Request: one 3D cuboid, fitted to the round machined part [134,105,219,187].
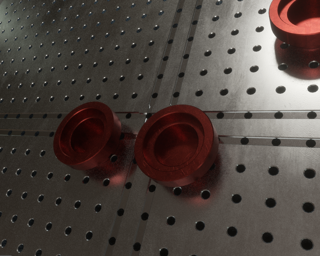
[{"bbox_3d":[0.022,0.024,0.370,0.098,0.042,0.098,-13,56,20],"label":"round machined part"}]

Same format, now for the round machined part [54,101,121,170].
[{"bbox_3d":[-0.097,0.014,0.438,0.098,0.042,0.098,-13,56,20],"label":"round machined part"}]

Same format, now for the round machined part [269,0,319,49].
[{"bbox_3d":[0.189,-0.138,0.383,0.098,0.042,0.098,-13,56,20],"label":"round machined part"}]
